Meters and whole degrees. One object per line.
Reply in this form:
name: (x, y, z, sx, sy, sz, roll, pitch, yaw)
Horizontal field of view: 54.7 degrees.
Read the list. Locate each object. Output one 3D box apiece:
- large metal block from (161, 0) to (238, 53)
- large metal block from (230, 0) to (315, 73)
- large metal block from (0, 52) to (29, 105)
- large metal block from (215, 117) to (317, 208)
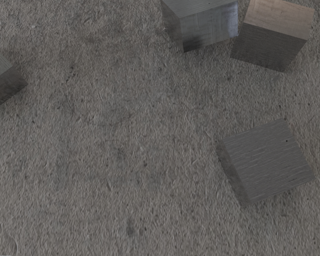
large metal block: (0.054, -0.157, 0.436, 0.080, 0.050, 0.080, -19, 44, -7)
large metal block: (0.150, -0.128, 0.426, 0.080, 0.080, 0.050, 18, 72, 6)
large metal block: (-0.245, -0.072, 0.419, 0.080, 0.050, 0.080, -43, 76, -14)
large metal block: (0.125, 0.044, 0.380, 0.080, 0.050, 0.080, -19, 71, -7)
